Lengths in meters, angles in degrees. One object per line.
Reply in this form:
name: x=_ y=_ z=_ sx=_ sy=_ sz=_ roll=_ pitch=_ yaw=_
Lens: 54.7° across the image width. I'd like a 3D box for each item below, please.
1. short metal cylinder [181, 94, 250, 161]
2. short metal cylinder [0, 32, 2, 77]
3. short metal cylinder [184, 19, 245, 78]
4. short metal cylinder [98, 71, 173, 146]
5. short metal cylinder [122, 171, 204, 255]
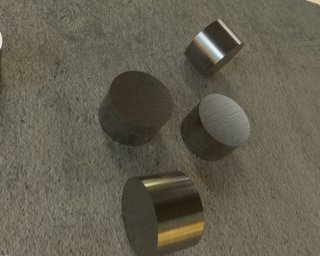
short metal cylinder: x=0.076 y=0.000 z=0.429 sx=0.081 sy=0.050 sz=0.080 roll=14 pitch=56 yaw=-21
short metal cylinder: x=-0.210 y=-0.080 z=0.323 sx=0.081 sy=0.050 sz=0.080 roll=14 pitch=56 yaw=-21
short metal cylinder: x=0.085 y=-0.124 z=0.490 sx=0.081 sy=0.080 sz=0.050 roll=-35 pitch=82 yaw=-38
short metal cylinder: x=-0.031 y=-0.024 z=0.386 sx=0.081 sy=0.050 sz=0.080 roll=14 pitch=56 yaw=-21
short metal cylinder: x=0.000 y=0.087 z=0.316 sx=0.050 sy=0.080 sz=0.080 roll=-4 pitch=64 yaw=-30
